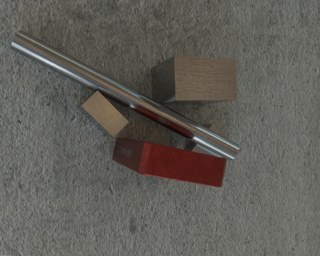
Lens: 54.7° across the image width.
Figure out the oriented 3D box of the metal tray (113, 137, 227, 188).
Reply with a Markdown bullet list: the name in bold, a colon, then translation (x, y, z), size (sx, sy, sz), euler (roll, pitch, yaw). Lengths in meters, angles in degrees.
- **metal tray**: translation (0.004, 0.036, 0.357), size (0.091, 0.130, 0.030), euler (13, 86, -20)

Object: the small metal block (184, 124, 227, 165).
- **small metal block**: translation (0.071, 0.029, 0.438), size (0.050, 0.025, 0.050), euler (43, 76, -15)

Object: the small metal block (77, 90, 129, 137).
- **small metal block**: translation (-0.070, -0.016, 0.371), size (0.050, 0.050, 0.025), euler (46, 76, -15)

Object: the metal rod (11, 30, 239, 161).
- **metal rod**: translation (-0.031, -0.034, 0.385), size (0.301, 0.025, 0.025), euler (27, 81, -13)

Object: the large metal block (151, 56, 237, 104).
- **large metal block**: translation (0.041, -0.057, 0.396), size (0.081, 0.080, 0.050), euler (-2, 91, -20)
